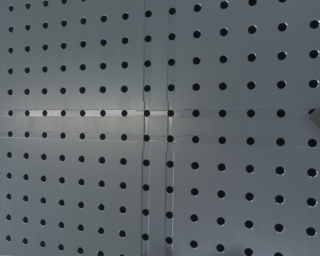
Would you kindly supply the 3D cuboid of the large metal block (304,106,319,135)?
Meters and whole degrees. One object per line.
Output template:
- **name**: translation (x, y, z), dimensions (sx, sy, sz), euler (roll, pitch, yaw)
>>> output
- **large metal block**: translation (0.214, -0.006, 0.323), dimensions (0.080, 0.050, 0.080), euler (-42, 77, 15)
